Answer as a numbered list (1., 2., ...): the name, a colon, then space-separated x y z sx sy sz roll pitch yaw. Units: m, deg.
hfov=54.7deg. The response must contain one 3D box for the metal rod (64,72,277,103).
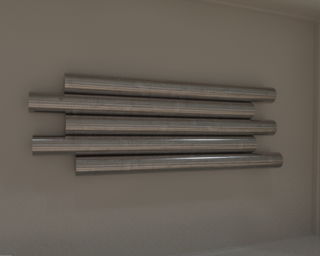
1. metal rod: 0.028 -0.052 0.420 0.303 0.025 0.025 1 90 -21

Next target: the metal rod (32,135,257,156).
1. metal rod: -0.004 0.022 0.408 0.303 0.025 0.025 1 90 -21

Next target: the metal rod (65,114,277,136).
1. metal rod: 0.029 -0.002 0.421 0.303 0.025 0.025 1 90 -21

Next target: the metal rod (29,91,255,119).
1. metal rod: -0.008 -0.028 0.407 0.303 0.025 0.025 1 90 -21

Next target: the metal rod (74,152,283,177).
1. metal rod: 0.040 0.048 0.425 0.303 0.025 0.025 1 90 -21
